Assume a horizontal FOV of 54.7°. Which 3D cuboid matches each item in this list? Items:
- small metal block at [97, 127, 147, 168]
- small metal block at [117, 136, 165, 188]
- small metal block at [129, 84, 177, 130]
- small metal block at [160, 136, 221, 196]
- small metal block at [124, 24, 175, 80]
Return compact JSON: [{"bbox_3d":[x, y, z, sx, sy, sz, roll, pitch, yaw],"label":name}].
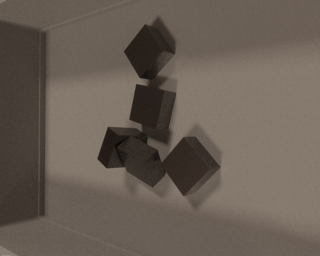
[{"bbox_3d":[-0.053,0.027,0.430,0.025,0.050,0.050,35,112,40],"label":"small metal block"},{"bbox_3d":[-0.024,0.044,0.408,0.050,0.025,0.050,25,145,36],"label":"small metal block"},{"bbox_3d":[-0.010,-0.029,0.413,0.050,0.025,0.050,20,102,38],"label":"small metal block"},{"bbox_3d":[0.036,0.046,0.376,0.050,0.025,0.050,-52,60,27],"label":"small metal block"},{"bbox_3d":[-0.015,-0.101,0.417,0.050,0.025,0.050,-44,64,30],"label":"small metal block"}]
